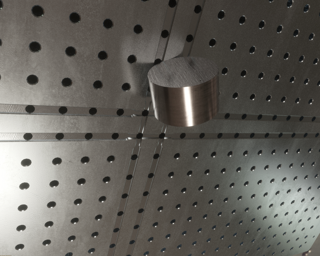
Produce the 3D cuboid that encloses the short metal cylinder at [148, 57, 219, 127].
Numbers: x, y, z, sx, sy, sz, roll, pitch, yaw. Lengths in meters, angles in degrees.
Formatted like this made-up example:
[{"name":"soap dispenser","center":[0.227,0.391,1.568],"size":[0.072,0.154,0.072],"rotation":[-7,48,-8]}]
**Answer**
[{"name":"short metal cylinder","center":[0.029,-0.045,0.365],"size":[0.081,0.080,0.050],"rotation":[-20,127,-17]}]
